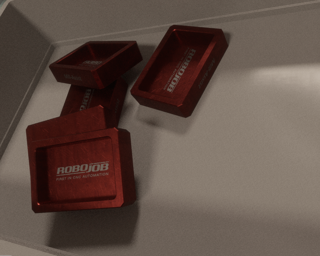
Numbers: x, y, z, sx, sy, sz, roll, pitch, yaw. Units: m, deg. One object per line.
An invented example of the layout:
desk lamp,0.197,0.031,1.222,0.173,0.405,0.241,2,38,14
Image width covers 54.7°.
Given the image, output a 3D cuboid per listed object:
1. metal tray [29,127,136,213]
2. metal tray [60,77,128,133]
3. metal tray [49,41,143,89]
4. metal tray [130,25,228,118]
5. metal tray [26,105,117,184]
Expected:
metal tray,-0.097,0.053,0.379,0.130,0.030,0.090,-9,81,20
metal tray,-0.106,-0.019,0.468,0.090,0.030,0.130,-4,60,26
metal tray,-0.102,-0.102,0.484,0.130,0.030,0.090,15,47,43
metal tray,0.027,-0.085,0.438,0.090,0.030,0.130,19,71,34
metal tray,-0.120,0.028,0.425,0.130,0.030,0.090,-14,79,20
